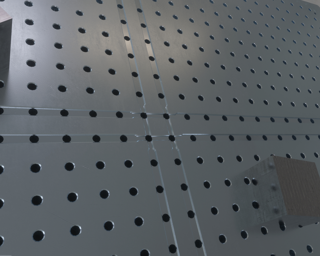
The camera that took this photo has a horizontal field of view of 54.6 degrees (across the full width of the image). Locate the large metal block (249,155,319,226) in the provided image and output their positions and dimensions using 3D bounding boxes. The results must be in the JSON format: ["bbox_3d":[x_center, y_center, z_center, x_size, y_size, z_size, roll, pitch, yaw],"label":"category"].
[{"bbox_3d":[0.180,0.090,0.433,0.081,0.050,0.080,10,57,-23],"label":"large metal block"}]

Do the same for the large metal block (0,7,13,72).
[{"bbox_3d":[-0.207,-0.105,0.326,0.080,0.080,0.050,44,51,2],"label":"large metal block"}]
